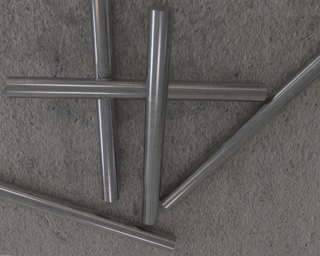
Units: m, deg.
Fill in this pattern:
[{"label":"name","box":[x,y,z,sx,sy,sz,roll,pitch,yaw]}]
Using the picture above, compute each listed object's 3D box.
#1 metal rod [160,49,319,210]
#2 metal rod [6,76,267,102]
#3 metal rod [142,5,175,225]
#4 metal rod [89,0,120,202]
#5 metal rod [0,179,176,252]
[{"label":"metal rod","box":[0.111,0.006,0.412,0.025,0.025,0.299,41,105,-14]},{"label":"metal rod","box":[-0.019,-0.046,0.371,0.302,0.025,0.025,0,110,-9]},{"label":"metal rod","box":[-0.007,0.010,0.378,0.025,0.025,0.298,3,123,-1]},{"label":"metal rod","box":[-0.069,-0.040,0.394,0.025,0.025,0.298,0,110,0]},{"label":"metal rod","box":[-0.120,0.125,0.454,0.302,0.025,0.025,20,109,-8]}]
